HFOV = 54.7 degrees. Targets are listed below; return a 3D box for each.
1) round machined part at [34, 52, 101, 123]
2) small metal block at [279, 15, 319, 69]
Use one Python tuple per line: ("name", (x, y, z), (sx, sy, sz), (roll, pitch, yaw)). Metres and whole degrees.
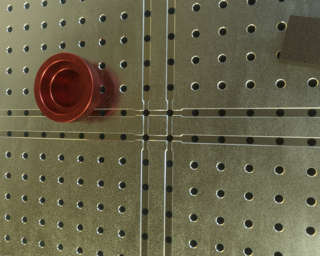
("round machined part", (-0.128, -0.056, 0.449), (0.098, 0.042, 0.097), (0, 90, 20))
("small metal block", (0.168, -0.097, 0.353), (0.050, 0.025, 0.050), (14, 95, 19))
